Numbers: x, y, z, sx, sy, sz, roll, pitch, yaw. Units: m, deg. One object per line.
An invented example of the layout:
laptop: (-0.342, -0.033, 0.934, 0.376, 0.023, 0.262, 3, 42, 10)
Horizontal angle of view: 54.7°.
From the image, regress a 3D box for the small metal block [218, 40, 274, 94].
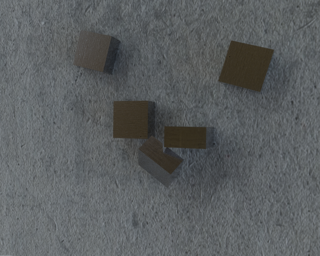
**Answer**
small metal block: (0.104, -0.072, 0.372, 0.050, 0.025, 0.050, 19, 96, 19)

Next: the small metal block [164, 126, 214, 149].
small metal block: (0.037, 0.011, 0.382, 0.050, 0.050, 0.025, 1, 91, 20)

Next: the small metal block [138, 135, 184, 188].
small metal block: (0.000, 0.044, 0.393, 0.050, 0.050, 0.025, 37, 65, 16)

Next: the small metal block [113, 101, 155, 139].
small metal block: (-0.035, -0.011, 0.421, 0.050, 0.025, 0.050, 1, 90, 20)

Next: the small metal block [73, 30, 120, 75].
small metal block: (-0.090, -0.107, 0.441, 0.050, 0.025, 0.050, 16, 95, 19)
